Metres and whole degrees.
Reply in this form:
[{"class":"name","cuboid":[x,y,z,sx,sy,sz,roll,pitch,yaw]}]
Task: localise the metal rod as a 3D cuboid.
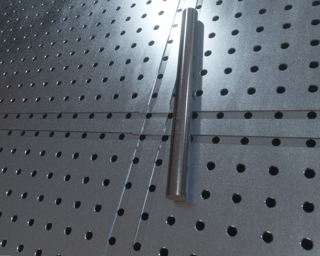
[{"class":"metal rod","cuboid":[0.033,-0.051,0.421,0.025,0.025,0.299,-8,58,24]}]
